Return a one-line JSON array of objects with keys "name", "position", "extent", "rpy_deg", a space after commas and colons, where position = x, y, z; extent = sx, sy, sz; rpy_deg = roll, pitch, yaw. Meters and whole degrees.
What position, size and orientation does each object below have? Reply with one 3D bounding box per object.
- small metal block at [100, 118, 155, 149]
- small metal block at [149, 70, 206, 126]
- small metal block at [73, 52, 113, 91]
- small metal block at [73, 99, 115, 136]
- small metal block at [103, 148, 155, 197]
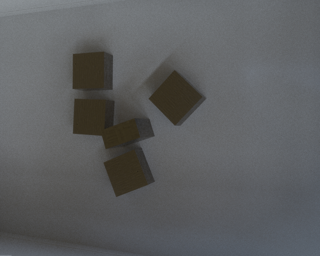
[{"name": "small metal block", "position": [-0.042, 0.007, 0.411], "extent": [0.050, 0.050, 0.025], "rpy_deg": [-19, 84, 19]}, {"name": "small metal block", "position": [0.023, -0.038, 0.402], "extent": [0.050, 0.025, 0.050], "rpy_deg": [46, 104, 14]}, {"name": "small metal block", "position": [-0.096, -0.080, 0.443], "extent": [0.050, 0.025, 0.050], "rpy_deg": [1, 90, 19]}, {"name": "small metal block", "position": [-0.095, -0.015, 0.443], "extent": [0.050, 0.025, 0.050], "rpy_deg": [3, 91, 19]}, {"name": "small metal block", "position": [-0.042, 0.060, 0.424], "extent": [0.050, 0.025, 0.050], "rpy_deg": [-24, 82, 18]}]
